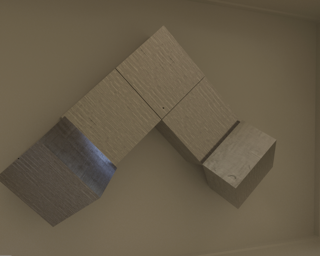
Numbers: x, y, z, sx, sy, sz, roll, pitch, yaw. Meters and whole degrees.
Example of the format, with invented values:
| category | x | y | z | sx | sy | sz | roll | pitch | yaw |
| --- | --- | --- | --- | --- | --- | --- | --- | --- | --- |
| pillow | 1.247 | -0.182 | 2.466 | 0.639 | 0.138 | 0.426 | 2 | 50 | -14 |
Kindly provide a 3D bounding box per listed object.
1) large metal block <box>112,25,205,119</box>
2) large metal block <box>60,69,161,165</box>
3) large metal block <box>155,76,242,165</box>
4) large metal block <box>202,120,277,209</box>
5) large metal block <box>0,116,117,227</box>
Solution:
| category | x | y | z | sx | sy | sz | roll | pitch | yaw |
| --- | --- | --- | --- | --- | --- | --- | --- | --- | --- |
| large metal block | -0.005 | -0.067 | 0.393 | 0.080 | 0.050 | 0.080 | -46 | 104 | -14 |
| large metal block | -0.060 | -0.011 | 0.373 | 0.080 | 0.050 | 0.080 | -46 | 104 | -14 |
| large metal block | 0.047 | -0.009 | 0.413 | 0.080 | 0.050 | 0.080 | -46 | 104 | -14 |
| large metal block | 0.107 | 0.050 | 0.412 | 0.080 | 0.050 | 0.080 | -46 | 148 | -14 |
| large metal block | -0.109 | 0.048 | 0.332 | 0.080 | 0.050 | 0.080 | -35 | 106 | 27 |
